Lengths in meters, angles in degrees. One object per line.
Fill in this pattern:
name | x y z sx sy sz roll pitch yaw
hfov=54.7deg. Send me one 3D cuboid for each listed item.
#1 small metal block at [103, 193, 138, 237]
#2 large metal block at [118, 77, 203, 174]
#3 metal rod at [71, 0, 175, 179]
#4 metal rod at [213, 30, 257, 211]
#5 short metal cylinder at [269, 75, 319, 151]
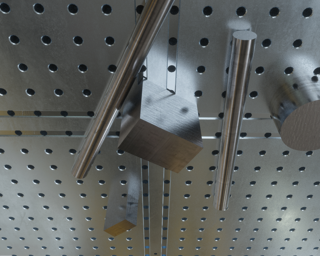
small metal block | -0.065 0.146 0.519 0.050 0.050 0.025 -33 123 25
large metal block | 0.001 -0.003 0.372 0.080 0.080 0.050 25 126 -20
metal rod | -0.056 -0.036 0.380 0.025 0.025 0.298 20 127 -17
metal rod | 0.096 0.015 0.424 0.025 0.025 0.298 -2 130 1
short metal cylinder | 0.182 -0.017 0.382 0.081 0.050 0.079 0 130 0
